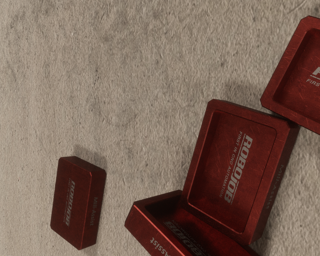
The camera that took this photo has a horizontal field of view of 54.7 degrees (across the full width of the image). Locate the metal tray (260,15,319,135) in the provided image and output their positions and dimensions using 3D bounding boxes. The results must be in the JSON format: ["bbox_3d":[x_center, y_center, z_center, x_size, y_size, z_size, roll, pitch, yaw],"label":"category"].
[{"bbox_3d":[0.165,-0.032,0.264,0.130,0.030,0.089,35,111,34],"label":"metal tray"}]

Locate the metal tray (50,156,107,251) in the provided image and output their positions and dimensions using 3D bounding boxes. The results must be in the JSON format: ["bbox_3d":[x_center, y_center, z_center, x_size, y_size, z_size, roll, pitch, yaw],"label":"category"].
[{"bbox_3d":[-0.137,0.120,0.512,0.090,0.030,0.129,16,100,38],"label":"metal tray"}]

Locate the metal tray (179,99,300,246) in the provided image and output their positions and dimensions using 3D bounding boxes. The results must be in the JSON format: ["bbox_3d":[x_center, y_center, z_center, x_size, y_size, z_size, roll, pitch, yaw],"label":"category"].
[{"bbox_3d":[0.079,0.043,0.327,0.090,0.030,0.129,24,104,38],"label":"metal tray"}]

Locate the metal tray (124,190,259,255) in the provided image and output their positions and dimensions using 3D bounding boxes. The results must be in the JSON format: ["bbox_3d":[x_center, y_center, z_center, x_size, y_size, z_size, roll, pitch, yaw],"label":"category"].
[{"bbox_3d":[0.036,0.123,0.331,0.130,0.091,0.030,37,113,33],"label":"metal tray"}]
